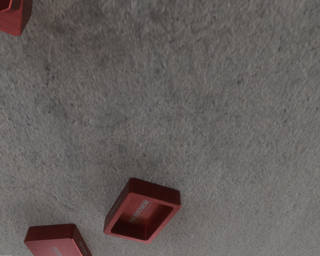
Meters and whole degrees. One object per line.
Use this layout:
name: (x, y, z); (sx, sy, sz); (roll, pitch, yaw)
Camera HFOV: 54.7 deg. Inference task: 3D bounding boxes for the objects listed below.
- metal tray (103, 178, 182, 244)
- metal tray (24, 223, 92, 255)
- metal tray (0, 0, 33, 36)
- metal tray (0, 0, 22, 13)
metal tray: (-0.032, 0.144, 0.526); (0.091, 0.030, 0.129); (19, 127, -16)
metal tray: (-0.194, 0.237, 0.603); (0.091, 0.030, 0.129); (-6, 130, 4)
metal tray: (-0.151, -0.141, 0.250); (0.091, 0.030, 0.129); (20, 150, -17)
metal tray: (-0.139, -0.165, 0.229); (0.091, 0.030, 0.129); (19, 105, -16)
